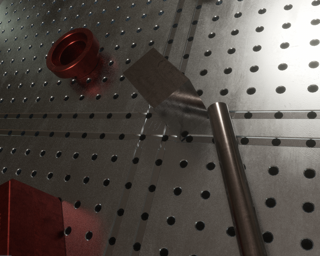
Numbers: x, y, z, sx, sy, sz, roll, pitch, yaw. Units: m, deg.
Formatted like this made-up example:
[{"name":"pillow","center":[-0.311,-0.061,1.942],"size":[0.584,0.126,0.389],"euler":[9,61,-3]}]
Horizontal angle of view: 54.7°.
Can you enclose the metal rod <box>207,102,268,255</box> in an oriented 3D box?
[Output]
[{"name":"metal rod","center":[0.085,0.099,0.301],"size":[0.025,0.025,0.299],"euler":[-18,55,17]}]

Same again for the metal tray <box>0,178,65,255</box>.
[{"name":"metal tray","center":[-0.153,0.134,0.362],"size":[0.030,0.090,0.130],"euler":[-28,52,11]}]

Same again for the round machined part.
[{"name":"round machined part","center":[-0.149,-0.127,0.551],"size":[0.098,0.042,0.098],"euler":[-13,56,20]}]

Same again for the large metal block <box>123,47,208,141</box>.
[{"name":"large metal block","center":[0.009,-0.042,0.393],"size":[0.050,0.080,0.080],"euler":[-41,51,1]}]
